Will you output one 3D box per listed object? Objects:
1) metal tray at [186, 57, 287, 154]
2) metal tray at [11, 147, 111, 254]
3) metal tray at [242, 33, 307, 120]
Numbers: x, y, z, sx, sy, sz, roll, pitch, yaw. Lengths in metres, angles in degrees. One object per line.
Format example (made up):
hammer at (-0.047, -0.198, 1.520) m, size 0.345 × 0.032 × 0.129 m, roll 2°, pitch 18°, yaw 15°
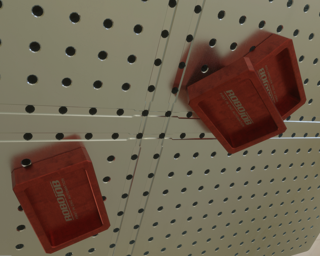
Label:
metal tray at (0.107, -0.024, 0.425) m, size 0.090 × 0.030 × 0.130 m, roll -27°, pitch 130°, yaw 22°
metal tray at (-0.122, 0.096, 0.401) m, size 0.091 × 0.030 × 0.129 m, roll -19°, pitch 126°, yaw -18°
metal tray at (0.164, -0.061, 0.462) m, size 0.090 × 0.030 × 0.130 m, roll -39°, pitch 130°, yaw -3°
